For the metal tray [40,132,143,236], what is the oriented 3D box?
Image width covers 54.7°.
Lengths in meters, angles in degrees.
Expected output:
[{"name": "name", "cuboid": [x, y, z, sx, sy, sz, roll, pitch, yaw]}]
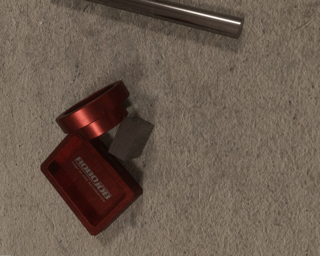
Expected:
[{"name": "metal tray", "cuboid": [-0.099, 0.073, 0.439, 0.090, 0.030, 0.130, -46, 76, 14]}]

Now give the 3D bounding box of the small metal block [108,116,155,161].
[{"name": "small metal block", "cuboid": [-0.036, 0.013, 0.407, 0.025, 0.050, 0.050, 28, 99, 17]}]

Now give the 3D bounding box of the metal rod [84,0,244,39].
[{"name": "metal rod", "cuboid": [-0.037, -0.170, 0.420, 0.301, 0.025, 0.025, 21, 97, 18]}]

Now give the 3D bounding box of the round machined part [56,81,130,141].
[{"name": "round machined part", "cuboid": [-0.081, -0.019, 0.403, 0.098, 0.098, 0.042, -25, 107, 18]}]
